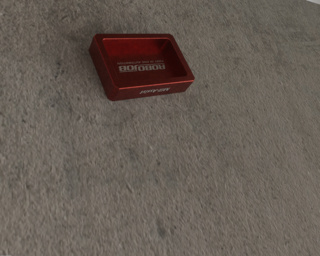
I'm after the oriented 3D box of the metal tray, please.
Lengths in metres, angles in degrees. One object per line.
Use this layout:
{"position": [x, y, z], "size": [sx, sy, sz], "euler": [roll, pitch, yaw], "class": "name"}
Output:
{"position": [-0.024, -0.090, 0.441], "size": [0.131, 0.030, 0.090], "euler": [-11, 68, -33], "class": "metal tray"}
